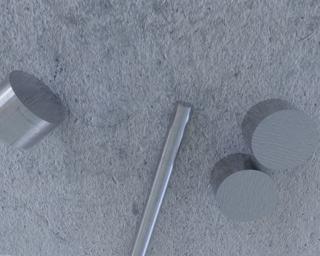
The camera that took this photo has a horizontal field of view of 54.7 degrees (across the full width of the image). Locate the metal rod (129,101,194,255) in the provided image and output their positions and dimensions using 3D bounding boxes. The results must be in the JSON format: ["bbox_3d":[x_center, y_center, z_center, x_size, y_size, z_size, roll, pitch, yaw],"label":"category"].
[{"bbox_3d":[-0.007,0.104,0.448,0.025,0.025,0.298,14,109,-6],"label":"metal rod"}]

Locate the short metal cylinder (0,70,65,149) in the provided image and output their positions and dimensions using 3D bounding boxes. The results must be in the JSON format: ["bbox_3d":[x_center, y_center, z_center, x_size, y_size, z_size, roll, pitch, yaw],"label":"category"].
[{"bbox_3d":[-0.162,-0.022,0.371,0.050,0.080,0.080,-37,106,12],"label":"short metal cylinder"}]

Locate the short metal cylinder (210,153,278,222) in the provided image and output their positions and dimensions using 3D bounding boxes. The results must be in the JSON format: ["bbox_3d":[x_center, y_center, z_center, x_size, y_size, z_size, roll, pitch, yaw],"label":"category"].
[{"bbox_3d":[0.113,0.081,0.428,0.081,0.050,0.079,0,110,0],"label":"short metal cylinder"}]

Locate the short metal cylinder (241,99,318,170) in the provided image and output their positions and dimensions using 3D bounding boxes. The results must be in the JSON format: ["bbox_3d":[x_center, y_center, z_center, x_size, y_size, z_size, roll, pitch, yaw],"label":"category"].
[{"bbox_3d":[0.152,0.007,0.401,0.081,0.050,0.079,0,110,0],"label":"short metal cylinder"}]
